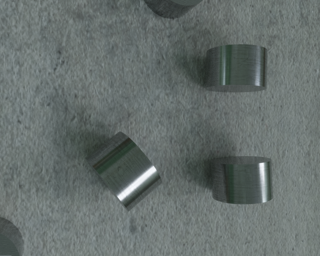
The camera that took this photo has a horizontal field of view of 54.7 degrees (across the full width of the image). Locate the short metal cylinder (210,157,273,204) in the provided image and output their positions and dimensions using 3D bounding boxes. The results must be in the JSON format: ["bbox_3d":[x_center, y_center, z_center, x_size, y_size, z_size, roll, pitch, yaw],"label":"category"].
[{"bbox_3d":[0.111,0.068,0.422,0.081,0.080,0.050,-4,92,-20],"label":"short metal cylinder"}]

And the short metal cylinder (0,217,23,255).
[{"bbox_3d":[-0.189,0.139,0.326,0.081,0.050,0.079,0,90,-21],"label":"short metal cylinder"}]

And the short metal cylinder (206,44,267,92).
[{"bbox_3d":[0.103,-0.078,0.419,0.081,0.080,0.050,1,90,-20],"label":"short metal cylinder"}]

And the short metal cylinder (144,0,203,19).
[{"bbox_3d":[0.020,-0.191,0.404,0.081,0.050,0.079,0,90,-21],"label":"short metal cylinder"}]

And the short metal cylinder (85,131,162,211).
[{"bbox_3d":[-0.043,0.051,0.365,0.050,0.080,0.080,-39,103,-16],"label":"short metal cylinder"}]
